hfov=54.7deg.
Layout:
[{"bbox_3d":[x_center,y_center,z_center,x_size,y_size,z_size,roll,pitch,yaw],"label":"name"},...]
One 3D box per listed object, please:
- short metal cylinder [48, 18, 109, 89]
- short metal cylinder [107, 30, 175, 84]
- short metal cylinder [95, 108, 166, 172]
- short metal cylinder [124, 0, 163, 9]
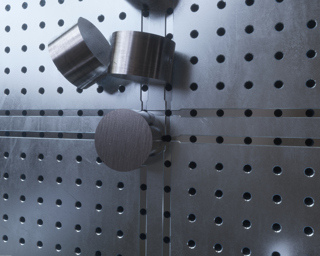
[{"bbox_3d":[-0.102,-0.099,0.418,0.050,0.080,0.080,-29,81,17],"label":"short metal cylinder"},{"bbox_3d":[-0.023,-0.086,0.391,0.080,0.080,0.050,9,93,19],"label":"short metal cylinder"},{"bbox_3d":[-0.039,0.015,0.412,0.080,0.050,0.079,0,90,19],"label":"short metal cylinder"},{"bbox_3d":[-0.028,-0.205,0.408,0.080,0.050,0.079,0,90,19],"label":"short metal cylinder"}]
